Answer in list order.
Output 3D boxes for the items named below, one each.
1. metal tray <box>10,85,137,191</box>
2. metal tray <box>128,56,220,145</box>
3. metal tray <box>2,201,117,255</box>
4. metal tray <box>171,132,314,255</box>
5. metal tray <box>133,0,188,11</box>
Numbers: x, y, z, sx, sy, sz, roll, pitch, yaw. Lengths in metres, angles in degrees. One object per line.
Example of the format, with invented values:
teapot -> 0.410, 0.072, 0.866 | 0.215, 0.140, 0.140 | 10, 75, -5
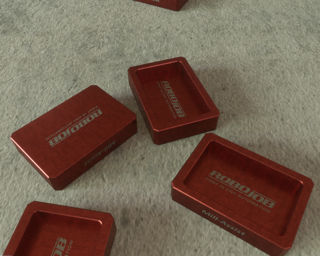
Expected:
metal tray -> -0.105, 0.006, 0.394 | 0.090, 0.030, 0.131 | 36, 58, 26
metal tray -> 0.015, -0.044, 0.436 | 0.091, 0.030, 0.130 | -15, 52, -13
metal tray -> -0.100, 0.138, 0.282 | 0.090, 0.030, 0.130 | 8, 50, 6
metal tray -> 0.089, 0.068, 0.343 | 0.130, 0.030, 0.090 | 26, 54, 20
metal tray -> -0.003, -0.291, 0.644 | 0.130, 0.030, 0.090 | 21, 53, 16
